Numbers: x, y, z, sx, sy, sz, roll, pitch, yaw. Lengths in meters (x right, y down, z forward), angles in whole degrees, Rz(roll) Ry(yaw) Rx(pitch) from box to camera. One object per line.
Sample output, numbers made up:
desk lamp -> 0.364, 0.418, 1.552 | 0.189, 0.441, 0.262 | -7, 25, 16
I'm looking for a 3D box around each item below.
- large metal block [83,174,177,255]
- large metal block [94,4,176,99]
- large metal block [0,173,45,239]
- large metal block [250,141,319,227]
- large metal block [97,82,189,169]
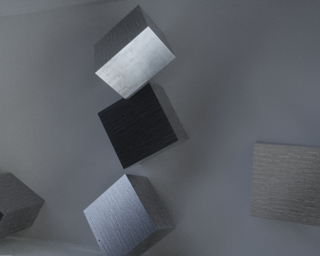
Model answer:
large metal block -> -0.040, 0.117, 0.399 | 0.080, 0.050, 0.080 | -42, 60, 14
large metal block -> -0.035, -0.096, 0.387 | 0.080, 0.050, 0.080 | -37, 36, 16
large metal block -> -0.238, 0.115, 0.463 | 0.080, 0.080, 0.050 | 33, 101, 16
large metal block -> 0.146, 0.058, 0.346 | 0.080, 0.050, 0.079 | 4, 91, 19
large metal block -> -0.021, -0.002, 0.404 | 0.080, 0.050, 0.080 | -29, 81, 17
